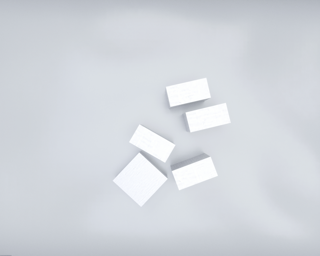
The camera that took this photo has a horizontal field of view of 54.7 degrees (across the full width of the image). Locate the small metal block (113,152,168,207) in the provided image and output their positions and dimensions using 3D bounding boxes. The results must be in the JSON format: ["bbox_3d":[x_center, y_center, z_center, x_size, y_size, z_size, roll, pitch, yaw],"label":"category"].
[{"bbox_3d":[-0.026,0.067,0.411,0.050,0.025,0.050,43,90,-1],"label":"small metal block"}]

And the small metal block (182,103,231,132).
[{"bbox_3d":[0.058,-0.013,0.400,0.050,0.050,0.025,-14,90,0],"label":"small metal block"}]

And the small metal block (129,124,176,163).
[{"bbox_3d":[-0.009,0.019,0.399,0.050,0.050,0.025,30,90,-1],"label":"small metal block"}]

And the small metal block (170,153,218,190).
[{"bbox_3d":[0.042,0.055,0.400,0.050,0.050,0.025,-20,90,0],"label":"small metal block"}]

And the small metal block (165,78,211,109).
[{"bbox_3d":[0.034,-0.043,0.399,0.050,0.050,0.025,-13,90,0],"label":"small metal block"}]
